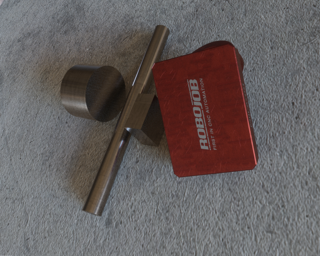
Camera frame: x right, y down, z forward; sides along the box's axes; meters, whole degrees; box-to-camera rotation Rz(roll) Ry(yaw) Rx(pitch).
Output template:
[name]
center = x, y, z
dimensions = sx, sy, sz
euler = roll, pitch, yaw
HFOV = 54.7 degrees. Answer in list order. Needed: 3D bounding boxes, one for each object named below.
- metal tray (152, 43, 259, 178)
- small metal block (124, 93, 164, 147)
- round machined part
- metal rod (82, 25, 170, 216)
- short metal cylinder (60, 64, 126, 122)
[metal tray]
center = 0.049, -0.016, 0.338
dimensions = 0.090, 0.030, 0.129
euler = -10, 95, 22
[small metal block]
center = -0.015, -0.010, 0.402
dimensions = 0.025, 0.050, 0.050
euler = 7, 65, 31
[round machined part]
center = 0.060, -0.058, 0.385
dimensions = 0.098, 0.042, 0.098
euler = -30, 36, 25
[metal rod]
center = -0.040, -0.025, 0.440
dimensions = 0.025, 0.025, 0.300
euler = 5, 64, 30
[short metal cylinder]
center = -0.095, -0.052, 0.450
dimensions = 0.050, 0.080, 0.080
euler = 11, 67, 33
